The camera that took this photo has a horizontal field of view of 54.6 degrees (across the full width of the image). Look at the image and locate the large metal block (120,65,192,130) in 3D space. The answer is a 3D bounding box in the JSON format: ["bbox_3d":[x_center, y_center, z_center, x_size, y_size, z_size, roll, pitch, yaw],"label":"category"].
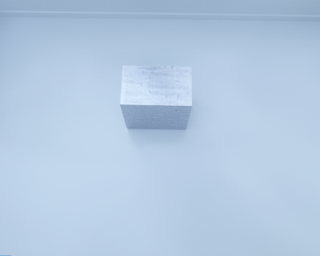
[{"bbox_3d":[-0.004,-0.035,0.391,0.080,0.080,0.050,1,70,0],"label":"large metal block"}]
